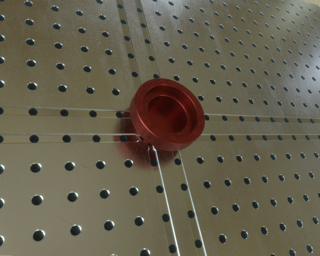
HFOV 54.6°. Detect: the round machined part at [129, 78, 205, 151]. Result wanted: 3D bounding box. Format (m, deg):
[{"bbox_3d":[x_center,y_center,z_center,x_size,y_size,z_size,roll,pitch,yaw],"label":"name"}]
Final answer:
[{"bbox_3d":[0.006,-0.014,0.407,0.099,0.042,0.098,13,56,-21],"label":"round machined part"}]
